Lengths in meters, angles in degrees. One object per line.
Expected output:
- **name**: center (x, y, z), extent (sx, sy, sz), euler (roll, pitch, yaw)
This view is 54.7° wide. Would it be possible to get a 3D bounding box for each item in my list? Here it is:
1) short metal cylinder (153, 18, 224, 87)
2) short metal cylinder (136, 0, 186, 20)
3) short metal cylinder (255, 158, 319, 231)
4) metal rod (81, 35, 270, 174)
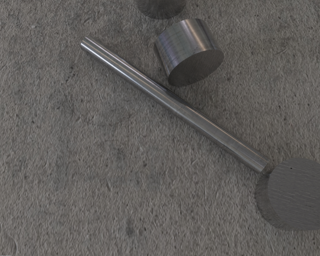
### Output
- **short metal cylinder**: center (0.038, -0.099, 0.416), extent (0.080, 0.080, 0.050), euler (-21, 72, -8)
- **short metal cylinder**: center (0.002, -0.215, 0.474), extent (0.081, 0.050, 0.080), euler (0, 70, 0)
- **short metal cylinder**: center (0.160, 0.080, 0.367), extent (0.081, 0.050, 0.080), euler (0, 70, 0)
- **metal rod**: center (0.012, -0.038, 0.422), extent (0.300, 0.025, 0.025), euler (36, 74, 12)
